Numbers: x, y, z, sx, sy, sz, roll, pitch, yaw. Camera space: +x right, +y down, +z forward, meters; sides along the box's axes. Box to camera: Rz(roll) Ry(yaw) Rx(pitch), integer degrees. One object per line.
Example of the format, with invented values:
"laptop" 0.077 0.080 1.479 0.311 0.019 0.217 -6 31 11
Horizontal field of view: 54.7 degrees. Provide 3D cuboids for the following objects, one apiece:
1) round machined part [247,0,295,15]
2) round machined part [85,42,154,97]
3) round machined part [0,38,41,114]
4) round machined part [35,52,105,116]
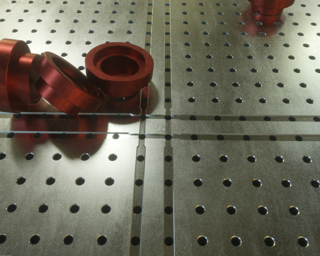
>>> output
"round machined part" 0.219 -0.262 0.620 0.099 0.042 0.098 0 50 0
"round machined part" -0.060 -0.083 0.461 0.099 0.042 0.098 5 47 -5
"round machined part" -0.186 -0.068 0.416 0.042 0.097 0.098 6 50 -5
"round machined part" -0.126 -0.054 0.417 0.042 0.098 0.098 -47 58 9
